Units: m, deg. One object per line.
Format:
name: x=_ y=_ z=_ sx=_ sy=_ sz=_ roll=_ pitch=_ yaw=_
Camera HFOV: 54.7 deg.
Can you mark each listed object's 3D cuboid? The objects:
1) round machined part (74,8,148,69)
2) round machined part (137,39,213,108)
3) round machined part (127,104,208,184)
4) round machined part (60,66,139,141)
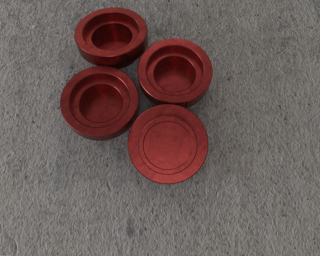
round machined part: x=-0.066 y=-0.121 z=0.436 sx=0.099 sy=0.042 sz=0.098 roll=0 pitch=58 yaw=1
round machined part: x=0.020 y=-0.069 z=0.424 sx=0.099 sy=0.042 sz=0.098 roll=0 pitch=70 yaw=0
round machined part: x=0.009 y=0.020 z=0.375 sx=0.099 sy=0.042 sz=0.097 roll=0 pitch=91 yaw=2
round machined part: x=-0.076 y=-0.029 z=0.409 sx=0.099 sy=0.042 sz=0.098 roll=0 pitch=70 yaw=0
